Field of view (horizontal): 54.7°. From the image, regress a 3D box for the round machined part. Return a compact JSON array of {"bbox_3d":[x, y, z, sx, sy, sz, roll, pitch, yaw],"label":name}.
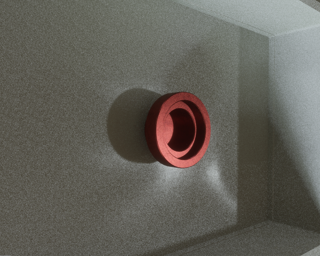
[{"bbox_3d":[0.019,0.002,0.409,0.099,0.042,0.097,0,90,-40],"label":"round machined part"}]
